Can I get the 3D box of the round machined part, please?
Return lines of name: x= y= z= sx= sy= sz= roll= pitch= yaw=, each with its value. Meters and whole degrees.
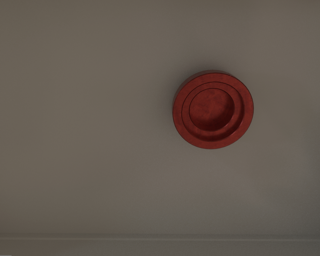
round machined part: x=0.064 y=-0.026 z=0.394 sx=0.099 sy=0.042 sz=0.097 roll=0 pitch=110 yaw=-1
